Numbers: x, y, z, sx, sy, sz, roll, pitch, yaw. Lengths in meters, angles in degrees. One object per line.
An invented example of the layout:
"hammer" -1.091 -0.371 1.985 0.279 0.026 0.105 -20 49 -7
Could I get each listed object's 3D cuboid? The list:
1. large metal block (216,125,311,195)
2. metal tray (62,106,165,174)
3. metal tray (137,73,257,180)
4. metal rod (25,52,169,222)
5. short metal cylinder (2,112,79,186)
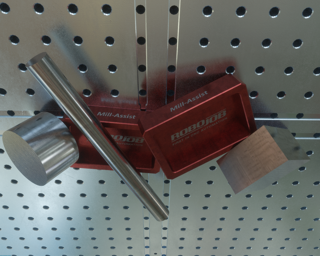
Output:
"large metal block" 0.137 0.043 0.410 0.081 0.050 0.080 6 139 -48
"metal tray" -0.061 0.018 0.422 0.131 0.030 0.089 5 130 -5
"metal tray" 0.050 0.001 0.385 0.130 0.030 0.090 -27 127 0
"metal rod" -0.061 0.033 0.400 0.025 0.025 0.299 -20 128 16
"short metal cylinder" -0.150 0.026 0.392 0.080 0.050 0.079 22 131 27
